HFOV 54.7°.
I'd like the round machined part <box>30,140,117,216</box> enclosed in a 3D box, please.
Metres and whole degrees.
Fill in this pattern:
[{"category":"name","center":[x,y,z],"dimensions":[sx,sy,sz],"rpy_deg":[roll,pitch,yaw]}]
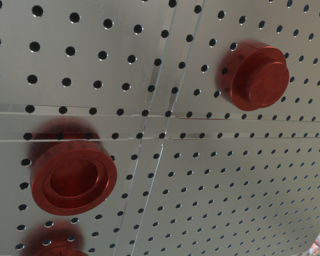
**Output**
[{"category":"round machined part","center":[-0.106,0.056,0.378],"dimensions":[0.099,0.042,0.097],"rpy_deg":[-14,125,-21]}]

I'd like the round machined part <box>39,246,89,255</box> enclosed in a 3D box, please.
[{"category":"round machined part","center":[-0.148,0.213,0.452],"dimensions":[0.099,0.042,0.097],"rpy_deg":[-14,125,-21]}]

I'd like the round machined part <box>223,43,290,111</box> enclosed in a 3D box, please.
[{"category":"round machined part","center":[0.142,-0.067,0.439],"dimensions":[0.099,0.042,0.097],"rpy_deg":[-14,125,-21]}]
